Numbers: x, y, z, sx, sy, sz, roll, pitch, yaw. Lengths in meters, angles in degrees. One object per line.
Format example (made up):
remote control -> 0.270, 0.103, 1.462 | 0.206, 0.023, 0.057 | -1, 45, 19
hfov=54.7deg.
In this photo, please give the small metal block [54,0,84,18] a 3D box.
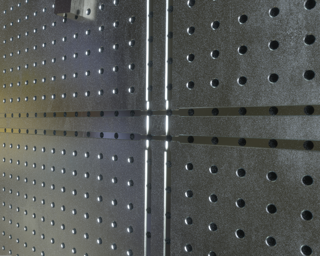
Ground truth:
small metal block -> -0.157, -0.222, 0.540 | 0.050, 0.025, 0.050 | 13, 99, 39
